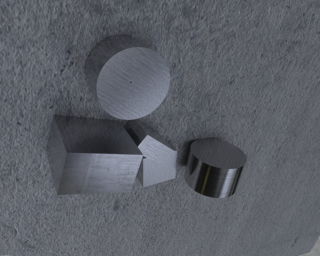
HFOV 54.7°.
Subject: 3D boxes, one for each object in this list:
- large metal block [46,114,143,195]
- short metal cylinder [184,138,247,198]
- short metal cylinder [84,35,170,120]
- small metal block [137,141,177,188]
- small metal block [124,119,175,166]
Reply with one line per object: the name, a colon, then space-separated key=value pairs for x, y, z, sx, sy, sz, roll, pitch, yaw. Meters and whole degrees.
large metal block: x=-0.077 y=0.028 z=0.348 sx=0.081 sy=0.080 sz=0.050 roll=5 pitch=116 yaw=-31
short metal cylinder: x=0.079 y=0.056 z=0.452 sx=0.081 sy=0.080 sz=0.050 roll=-5 pitch=121 yaw=-26
short metal cylinder: x=-0.036 y=-0.056 z=0.338 sx=0.081 sy=0.050 sz=0.079 roll=-14 pitch=125 yaw=-21
small metal block: x=-0.005 y=0.051 z=0.437 sx=0.050 sy=0.025 sz=0.050 roll=-12 pitch=124 yaw=-22
small metal block: x=-0.016 y=0.016 z=0.393 sx=0.050 sy=0.050 sz=0.025 roll=33 pitch=100 yaw=-39
